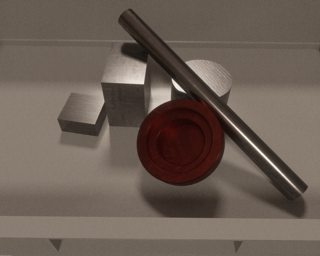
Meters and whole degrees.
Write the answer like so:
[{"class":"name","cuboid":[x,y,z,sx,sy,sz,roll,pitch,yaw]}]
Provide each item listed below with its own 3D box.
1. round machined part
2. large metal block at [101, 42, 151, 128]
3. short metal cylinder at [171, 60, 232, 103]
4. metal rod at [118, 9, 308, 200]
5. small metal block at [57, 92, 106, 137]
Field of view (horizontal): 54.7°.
[{"class":"round machined part","cuboid":[0.026,0.019,0.362,0.098,0.042,0.098,-6,71,17]},{"class":"large metal block","cuboid":[-0.042,-0.057,0.417,0.050,0.080,0.080,3,50,2]},{"class":"short metal cylinder","cuboid":[0.056,-0.050,0.432,0.081,0.050,0.080,0,50,0]},{"class":"metal rod","cuboid":[0.056,-0.035,0.374,0.025,0.025,0.300,-38,79,-27]},{"class":"small metal block","cuboid":[-0.103,-0.019,0.420,0.050,0.025,0.050,8,50,6]}]
